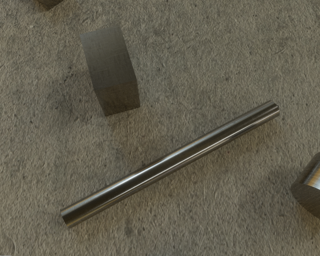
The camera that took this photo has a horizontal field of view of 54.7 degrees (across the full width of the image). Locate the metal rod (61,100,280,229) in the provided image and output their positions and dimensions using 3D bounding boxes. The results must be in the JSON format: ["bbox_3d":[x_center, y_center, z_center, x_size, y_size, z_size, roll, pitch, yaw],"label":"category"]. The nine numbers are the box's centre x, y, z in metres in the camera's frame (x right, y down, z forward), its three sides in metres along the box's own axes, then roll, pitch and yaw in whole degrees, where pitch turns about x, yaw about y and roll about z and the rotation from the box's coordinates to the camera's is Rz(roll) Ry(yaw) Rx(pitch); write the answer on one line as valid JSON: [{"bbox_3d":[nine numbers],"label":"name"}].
[{"bbox_3d":[0.021,0.041,0.393,0.302,0.025,0.025,-27,73,-10],"label":"metal rod"}]

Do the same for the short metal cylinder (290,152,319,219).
[{"bbox_3d":[0.201,0.072,0.355,0.080,0.080,0.050,40,75,13],"label":"short metal cylinder"}]

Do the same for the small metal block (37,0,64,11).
[{"bbox_3d":[-0.175,-0.221,0.487,0.050,0.025,0.050,-41,76,-14],"label":"small metal block"}]

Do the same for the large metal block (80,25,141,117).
[{"bbox_3d":[-0.063,-0.072,0.404,0.050,0.080,0.080,-16,71,-6],"label":"large metal block"}]
